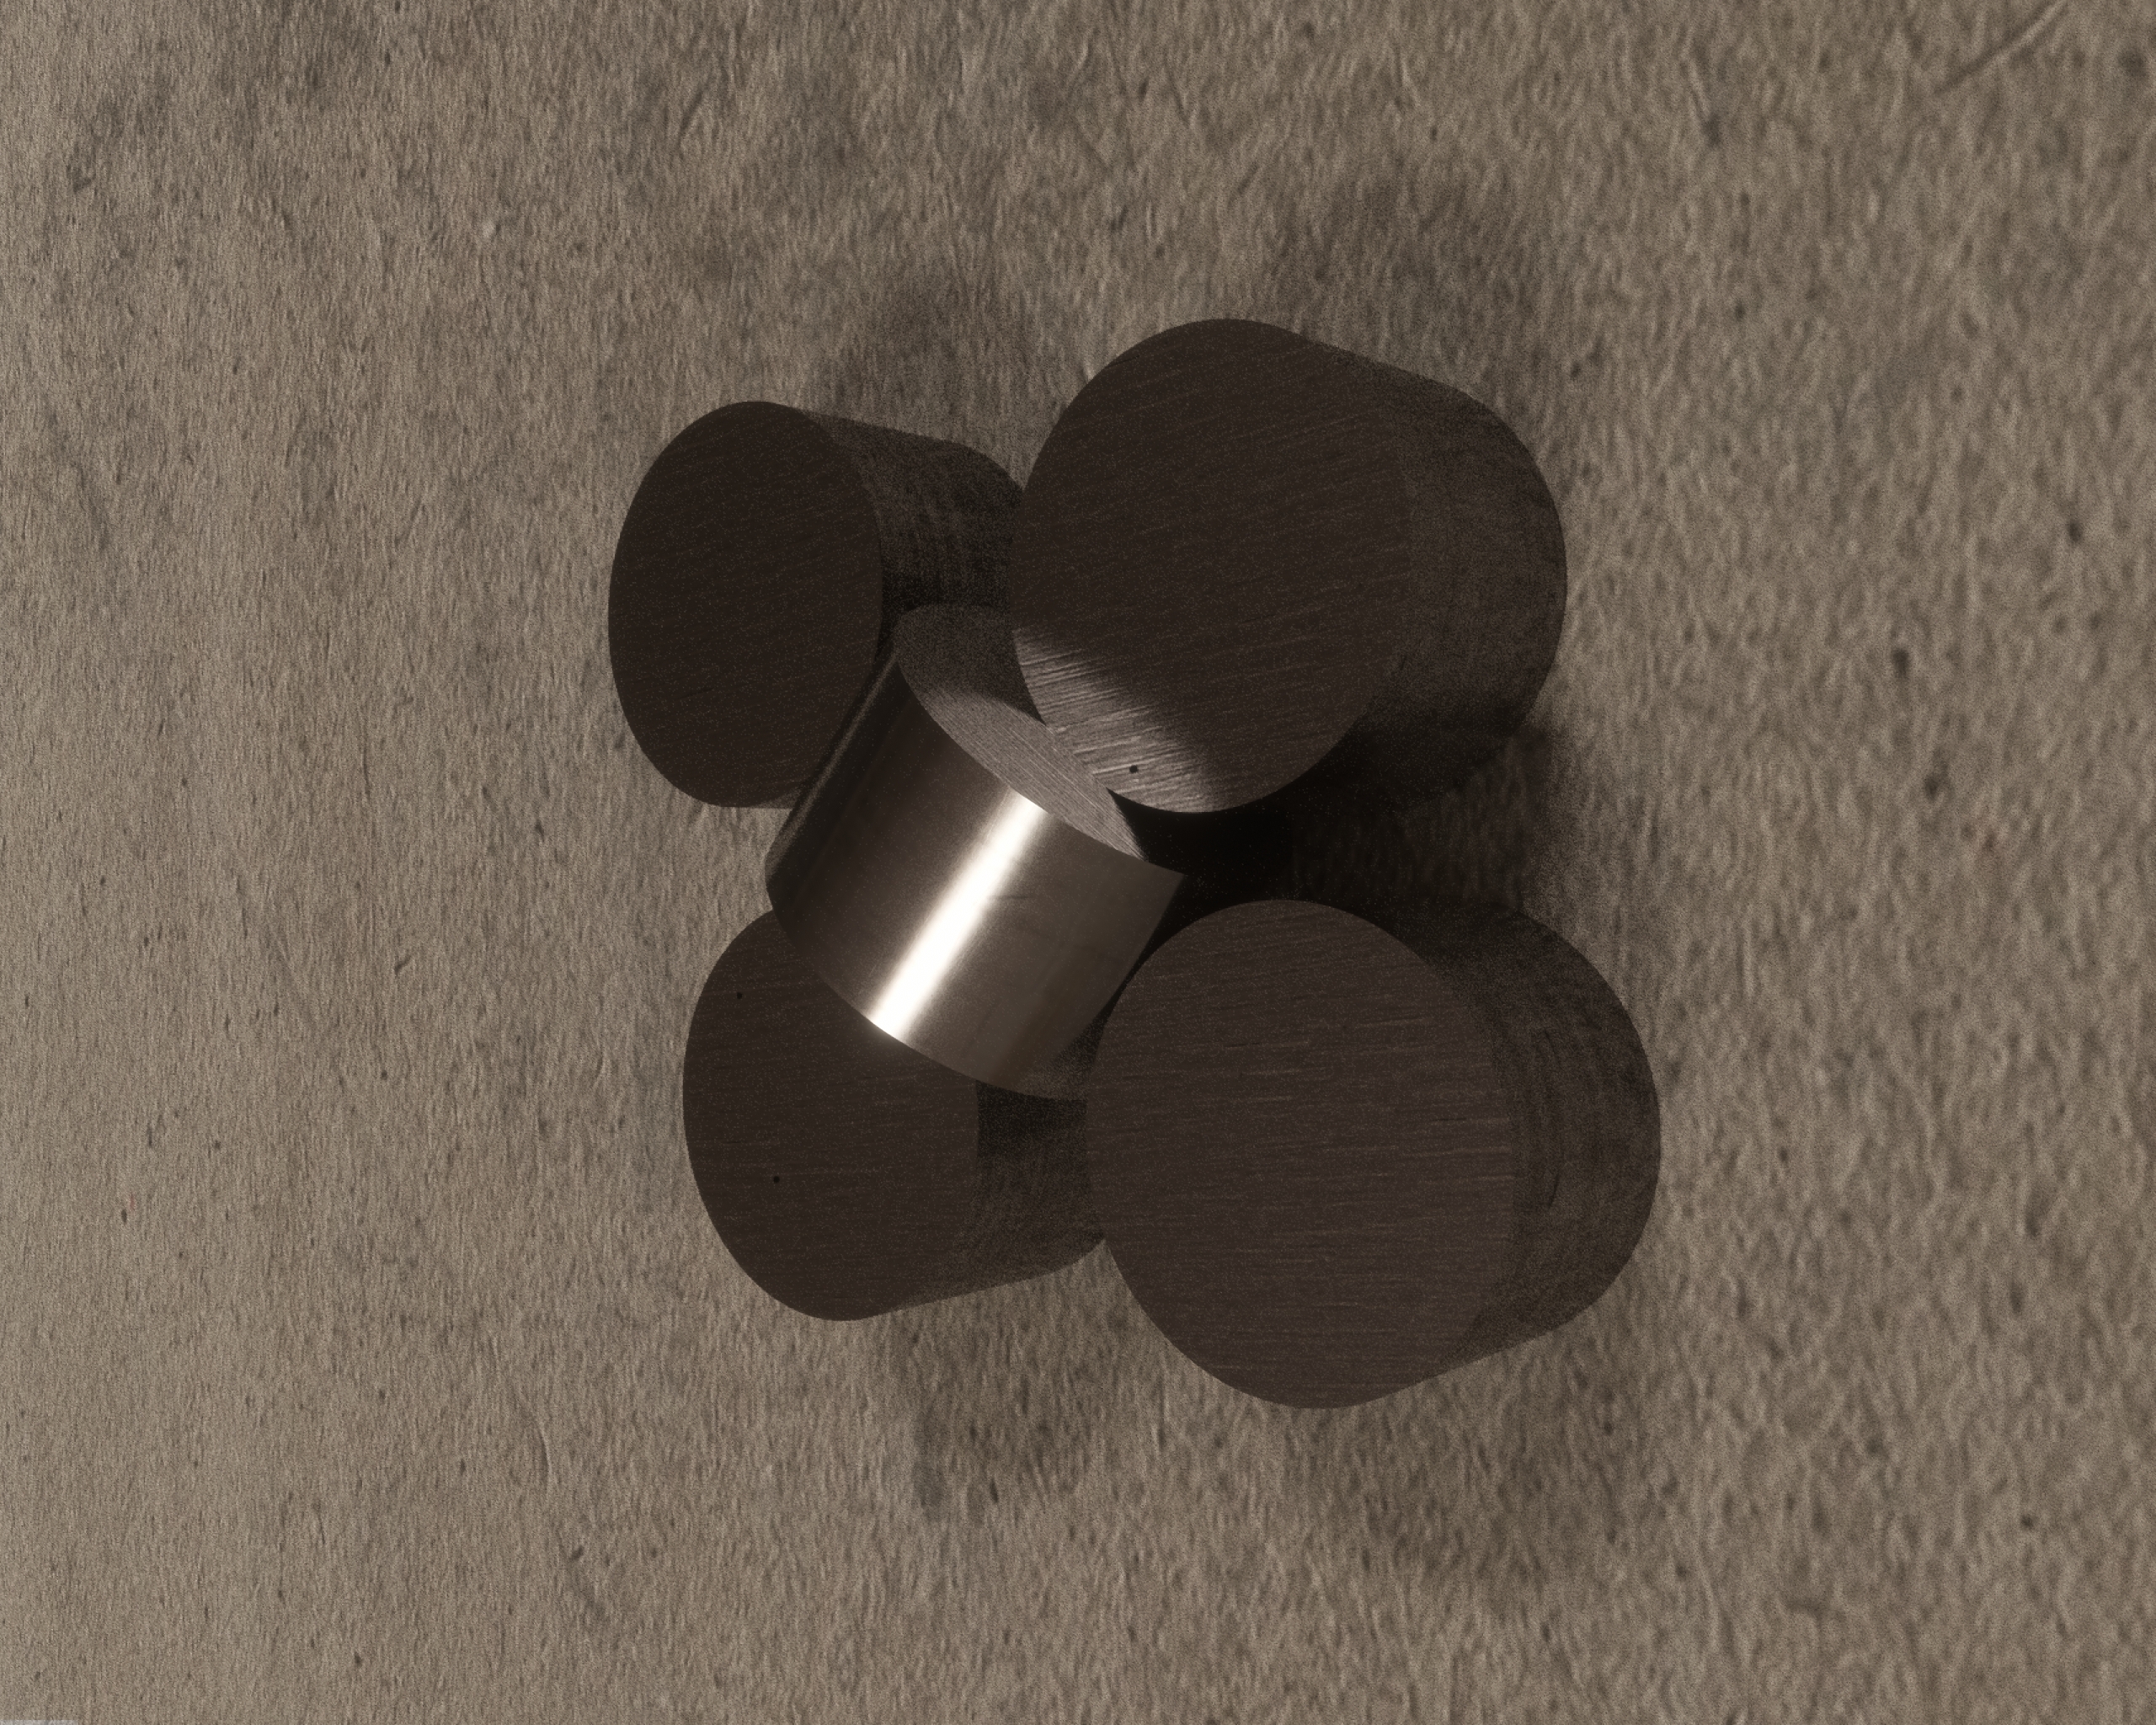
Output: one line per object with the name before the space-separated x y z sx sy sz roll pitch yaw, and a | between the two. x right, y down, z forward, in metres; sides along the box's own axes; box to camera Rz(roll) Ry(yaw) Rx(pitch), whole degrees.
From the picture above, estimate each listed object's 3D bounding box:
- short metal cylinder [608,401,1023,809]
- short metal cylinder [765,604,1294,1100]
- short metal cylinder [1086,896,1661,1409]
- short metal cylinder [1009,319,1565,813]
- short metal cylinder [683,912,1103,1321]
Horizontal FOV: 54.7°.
short metal cylinder | -0.051 -0.051 0.429 0.080 0.050 0.079 0 90 39
short metal cylinder | -0.009 -0.003 0.376 0.080 0.081 0.050 47 118 29
short metal cylinder | 0.048 0.046 0.347 0.080 0.050 0.079 0 90 39
short metal cylinder | 0.035 -0.048 0.357 0.080 0.050 0.079 0 90 39
short metal cylinder | -0.032 0.046 0.413 0.080 0.050 0.079 0 90 39
